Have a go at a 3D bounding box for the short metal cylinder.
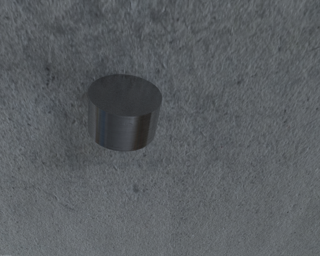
[{"bbox_3d":[-0.041,-0.019,0.354,0.081,0.080,0.050,7,130,-6],"label":"short metal cylinder"}]
